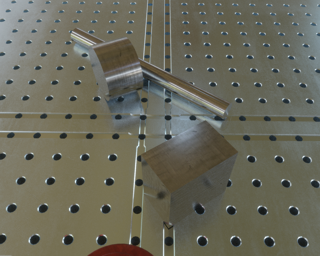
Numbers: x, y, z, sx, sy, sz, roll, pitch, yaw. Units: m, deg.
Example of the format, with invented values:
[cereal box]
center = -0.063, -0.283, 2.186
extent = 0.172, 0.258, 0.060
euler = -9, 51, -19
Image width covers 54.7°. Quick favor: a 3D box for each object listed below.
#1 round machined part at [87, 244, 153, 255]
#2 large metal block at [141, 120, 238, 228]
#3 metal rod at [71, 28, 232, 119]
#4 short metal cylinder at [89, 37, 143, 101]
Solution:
[round machined part]
center = -0.038, 0.150, 0.270
extent = 0.099, 0.042, 0.098
euler = 0, 50, 0
[large metal block]
center = 0.029, 0.050, 0.330
extent = 0.081, 0.080, 0.050
euler = -27, 56, -21
[metal rod]
center = -0.027, -0.093, 0.485
extent = 0.300, 0.025, 0.025
euler = 30, 56, 22
[short metal cylinder]
center = -0.063, -0.084, 0.442
extent = 0.050, 0.080, 0.080
euler = -21, 53, -17
